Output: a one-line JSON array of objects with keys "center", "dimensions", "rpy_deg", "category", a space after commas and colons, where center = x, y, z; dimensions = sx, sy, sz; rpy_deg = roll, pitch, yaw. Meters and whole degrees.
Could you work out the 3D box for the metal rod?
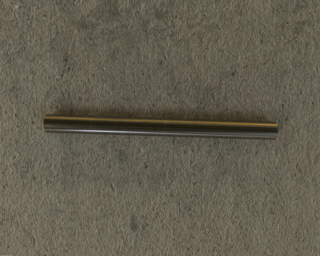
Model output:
[{"center": [0.001, -0.001, 0.411], "dimensions": [0.302, 0.025, 0.025], "rpy_deg": [2, 90, 0], "category": "metal rod"}]
